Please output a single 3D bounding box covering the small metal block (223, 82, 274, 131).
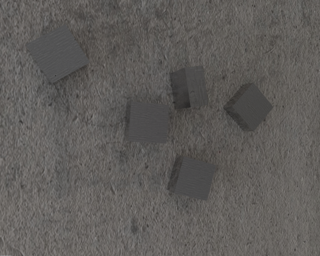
[{"bbox_3d":[0.130,-0.030,0.457,0.050,0.025,0.050,46,76,-14],"label":"small metal block"}]

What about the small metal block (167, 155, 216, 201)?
[{"bbox_3d":[0.043,0.068,0.425,0.050,0.025,0.050,17,84,-19],"label":"small metal block"}]

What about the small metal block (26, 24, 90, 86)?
[{"bbox_3d":[-0.120,-0.085,0.365,0.050,0.025,0.050,-35,102,-17],"label":"small metal block"}]

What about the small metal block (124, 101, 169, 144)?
[{"bbox_3d":[-0.018,-0.007,0.402,0.050,0.025,0.050,4,89,-20],"label":"small metal block"}]

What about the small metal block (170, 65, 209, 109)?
[{"bbox_3d":[0.037,-0.052,0.409,0.025,0.050,0.050,-10,94,-20],"label":"small metal block"}]
